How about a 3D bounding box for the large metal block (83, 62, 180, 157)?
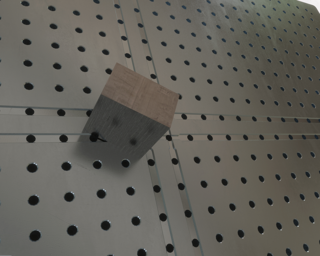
[{"bbox_3d":[-0.035,-0.018,0.366,0.080,0.080,0.050,26,53,-13],"label":"large metal block"}]
